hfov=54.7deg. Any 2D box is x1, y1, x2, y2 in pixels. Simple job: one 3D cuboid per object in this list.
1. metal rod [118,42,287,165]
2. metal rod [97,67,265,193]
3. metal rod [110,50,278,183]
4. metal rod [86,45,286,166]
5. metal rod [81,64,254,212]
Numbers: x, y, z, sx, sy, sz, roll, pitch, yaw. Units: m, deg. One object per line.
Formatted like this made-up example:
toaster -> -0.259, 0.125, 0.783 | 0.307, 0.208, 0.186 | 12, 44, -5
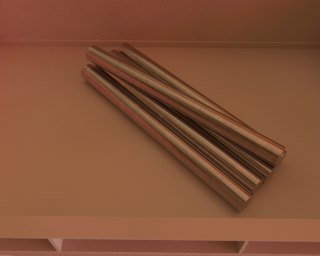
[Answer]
metal rod -> 0.043, -0.046, 0.442 | 0.025, 0.025, 0.300 | -36, 59, -26
metal rod -> 0.007, -0.018, 0.419 | 0.025, 0.025, 0.300 | -36, 59, -26
metal rod -> 0.026, -0.030, 0.429 | 0.025, 0.025, 0.300 | -36, 59, -26
metal rod -> 0.016, -0.040, 0.403 | 0.300, 0.025, 0.025 | 32, 57, 23
metal rod -> -0.008, -0.003, 0.406 | 0.025, 0.025, 0.300 | -36, 59, -26
